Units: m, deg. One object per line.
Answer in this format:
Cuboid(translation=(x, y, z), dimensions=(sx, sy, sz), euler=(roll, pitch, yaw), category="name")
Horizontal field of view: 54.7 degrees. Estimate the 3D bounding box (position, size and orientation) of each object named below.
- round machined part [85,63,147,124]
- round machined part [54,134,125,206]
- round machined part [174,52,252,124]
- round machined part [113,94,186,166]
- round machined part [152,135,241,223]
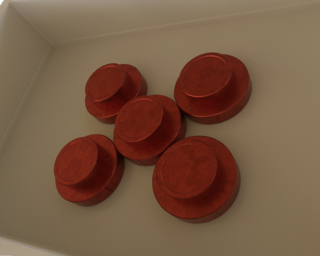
Cuboid(translation=(-0.072, -0.058, 0.465), dimensions=(0.098, 0.042, 0.098), euler=(-13, 56, 20), category="round machined part")
Cuboid(translation=(-0.100, 0.051, 0.413), dimensions=(0.098, 0.042, 0.098), euler=(-13, 56, 20), category="round machined part")
Cuboid(translation=(0.063, -0.057, 0.394), dimensions=(0.098, 0.042, 0.098), euler=(-13, 56, 20), category="round machined part")
Cuboid(translation=(-0.019, -0.003, 0.403), dimensions=(0.098, 0.042, 0.098), euler=(-13, 56, 20), category="round machined part")
Cuboid(translation=(0.035, 0.051, 0.342), dimensions=(0.098, 0.042, 0.098), euler=(-13, 56, 20), category="round machined part")
